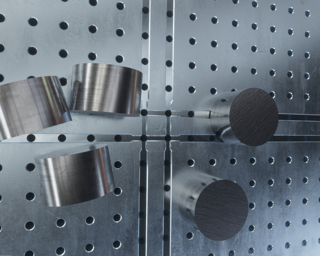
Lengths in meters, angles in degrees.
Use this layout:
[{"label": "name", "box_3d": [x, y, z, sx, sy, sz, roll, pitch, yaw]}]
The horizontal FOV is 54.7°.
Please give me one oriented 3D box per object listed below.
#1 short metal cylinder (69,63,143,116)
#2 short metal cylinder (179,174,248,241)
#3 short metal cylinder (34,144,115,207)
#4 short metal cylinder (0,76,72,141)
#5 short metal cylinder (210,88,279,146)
[{"label": "short metal cylinder", "box_3d": [-0.062, -0.041, 0.360, 0.081, 0.080, 0.050, 5, 89, -20]}, {"label": "short metal cylinder", "box_3d": [0.073, 0.107, 0.426, 0.081, 0.050, 0.079, 0, 90, -20]}, {"label": "short metal cylinder", "box_3d": [-0.095, 0.050, 0.348, 0.081, 0.080, 0.050, -11, 94, -20]}, {"label": "short metal cylinder", "box_3d": [-0.141, -0.021, 0.331, 0.081, 0.080, 0.050, -18, 96, -19]}, {"label": "short metal cylinder", "box_3d": [0.120, -0.015, 0.443, 0.081, 0.050, 0.080, 0, 90, -20]}]
